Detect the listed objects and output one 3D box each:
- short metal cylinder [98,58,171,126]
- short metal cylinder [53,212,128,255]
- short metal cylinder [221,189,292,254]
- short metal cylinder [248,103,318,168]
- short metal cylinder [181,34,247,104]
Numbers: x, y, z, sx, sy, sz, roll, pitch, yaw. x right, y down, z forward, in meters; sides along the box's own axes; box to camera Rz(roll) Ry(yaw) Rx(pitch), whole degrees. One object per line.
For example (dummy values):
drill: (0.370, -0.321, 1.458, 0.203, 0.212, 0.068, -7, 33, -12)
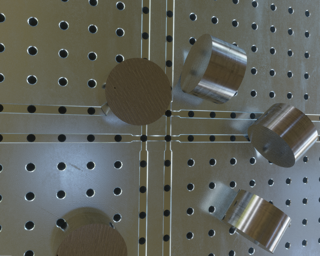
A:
short metal cylinder: (-0.033, -0.043, 0.387, 0.081, 0.050, 0.079, 0, 90, -20)
short metal cylinder: (-0.084, 0.146, 0.368, 0.081, 0.050, 0.079, 0, 90, -20)
short metal cylinder: (0.133, 0.129, 0.433, 0.080, 0.080, 0.050, 38, 78, -16)
short metal cylinder: (0.175, 0.011, 0.448, 0.050, 0.080, 0.080, -40, 103, -15)
short metal cylinder: (0.068, -0.077, 0.408, 0.050, 0.080, 0.080, 17, 85, -19)
